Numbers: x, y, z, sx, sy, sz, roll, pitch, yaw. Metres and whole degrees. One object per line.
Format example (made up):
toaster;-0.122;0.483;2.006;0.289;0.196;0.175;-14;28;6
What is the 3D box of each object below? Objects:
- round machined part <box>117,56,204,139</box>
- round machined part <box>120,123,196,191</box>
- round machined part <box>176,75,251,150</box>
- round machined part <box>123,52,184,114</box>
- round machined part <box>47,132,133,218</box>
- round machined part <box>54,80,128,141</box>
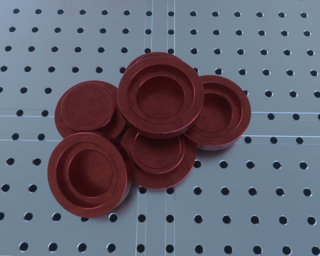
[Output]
round machined part;0.001;-0.033;0.369;0.099;0.042;0.098;0;70;0
round machined part;-0.003;0.028;0.392;0.099;0.042;0.098;0;70;0
round machined part;0.065;-0.017;0.409;0.099;0.042;0.098;0;70;0
round machined part;-0.003;-0.064;0.426;0.099;0.042;0.098;0;70;0
round machined part;-0.079;0.052;0.369;0.098;0.042;0.097;1;93;14
round machined part;-0.090;-0.020;0.410;0.099;0.042;0.098;0;70;0
